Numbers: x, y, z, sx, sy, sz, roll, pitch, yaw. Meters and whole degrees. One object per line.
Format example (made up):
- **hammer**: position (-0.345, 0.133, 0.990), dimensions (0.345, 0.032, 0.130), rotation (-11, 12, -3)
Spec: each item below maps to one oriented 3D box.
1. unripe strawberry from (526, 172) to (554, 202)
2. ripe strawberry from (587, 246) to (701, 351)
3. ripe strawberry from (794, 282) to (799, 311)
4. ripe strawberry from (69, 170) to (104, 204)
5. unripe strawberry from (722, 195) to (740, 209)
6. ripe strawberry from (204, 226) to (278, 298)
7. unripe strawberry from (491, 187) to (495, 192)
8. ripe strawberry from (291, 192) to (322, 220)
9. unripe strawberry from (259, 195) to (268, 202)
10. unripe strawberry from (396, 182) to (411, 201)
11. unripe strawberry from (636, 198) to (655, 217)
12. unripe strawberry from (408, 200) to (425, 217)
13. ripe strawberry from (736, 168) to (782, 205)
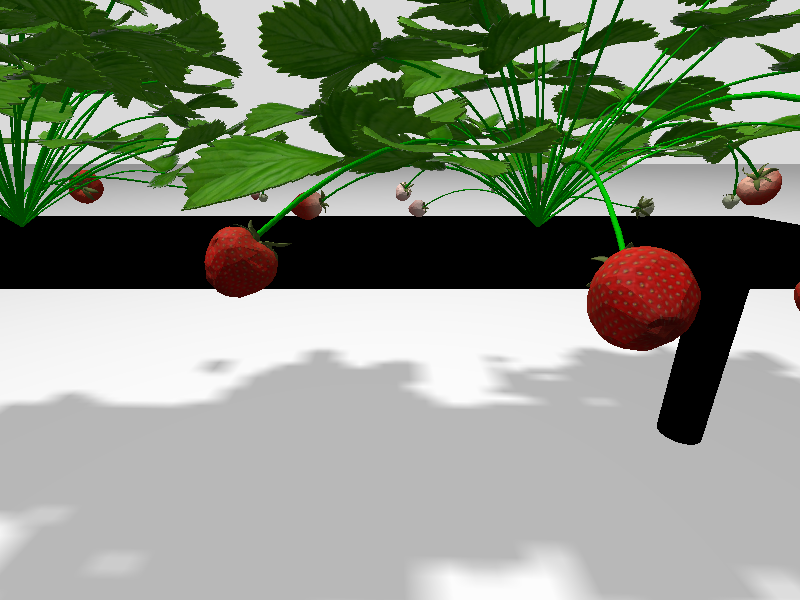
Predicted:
- **unripe strawberry**: position (0.181, -0.146, 0.517), dimensions (0.033, 0.038, 0.036), rotation (6, 21, 17)
- **ripe strawberry**: position (0.079, 0.001, 0.129), dimensions (0.032, 0.034, 0.035), rotation (4, 31, 10)
- **ripe strawberry**: position (0.148, 0.000, 0.136), dimensions (0.021, 0.021, 0.018), rotation (-2, 20, -7)
- **ripe strawberry**: position (-0.393, -0.143, 0.503), dimensions (0.036, 0.041, 0.039), rotation (-7, 21, -19)
- **unripe strawberry**: position (0.313, -0.093, 0.379), dimensions (0.011, 0.013, 0.013), rotation (-4, 21, -10)
- **ripe strawberry**: position (-0.071, -0.015, 0.175), dimensions (0.027, 0.029, 0.030), rotation (20, -18, 43)
- **unripe strawberry**: position (0.137, -0.161, 0.584), dimensions (0.009, 0.010, 0.010), rotation (1, 20, 3)
- **ripe strawberry**: position (-0.088, -0.089, 0.377), dimensions (0.030, 0.026, 0.030), rotation (-5, 19, 12)
- **unripe strawberry**: position (-0.163, -0.121, 0.478), dimensions (0.010, 0.010, 0.009), rotation (-16, 26, -37)
- **unripe strawberry**: position (0.003, -0.140, 0.522), dimensions (0.020, 0.023, 0.022), rotation (-12, -12, -30)
- **unripe strawberry**: position (0.244, -0.091, 0.397), dimensions (0.017, 0.018, 0.016), rotation (-8, 22, -22)
- **unripe strawberry**: position (0.017, -0.091, 0.401), dimensions (0.017, 0.017, 0.016), rotation (-3, 16, 32)
- **ripe strawberry**: position (0.420, -0.129, 0.467), dimensions (0.041, 0.043, 0.038), rotation (38, 0, -31)
